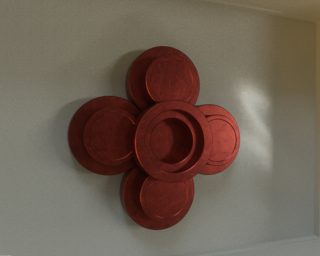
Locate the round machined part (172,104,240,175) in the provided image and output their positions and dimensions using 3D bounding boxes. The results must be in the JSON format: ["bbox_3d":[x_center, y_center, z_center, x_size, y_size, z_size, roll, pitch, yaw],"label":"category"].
[{"bbox_3d":[0.069,0.016,0.424,0.099,0.042,0.097,0,90,-20],"label":"round machined part"}]

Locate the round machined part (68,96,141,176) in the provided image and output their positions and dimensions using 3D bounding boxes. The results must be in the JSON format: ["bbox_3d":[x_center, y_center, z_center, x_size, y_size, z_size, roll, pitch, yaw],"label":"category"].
[{"bbox_3d":[-0.060,0.009,0.377,0.099,0.042,0.097,0,90,-20],"label":"round machined part"}]

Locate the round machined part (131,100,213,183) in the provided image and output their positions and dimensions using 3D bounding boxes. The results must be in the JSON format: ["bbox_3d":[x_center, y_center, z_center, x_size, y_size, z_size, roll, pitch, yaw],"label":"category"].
[{"bbox_3d":[0.011,0.016,0.381,0.099,0.042,0.097,0,90,-20],"label":"round machined part"}]

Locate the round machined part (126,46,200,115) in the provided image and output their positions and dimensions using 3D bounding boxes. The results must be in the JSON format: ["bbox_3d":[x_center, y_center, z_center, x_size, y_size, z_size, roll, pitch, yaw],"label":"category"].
[{"bbox_3d":[0.008,-0.058,0.401,0.099,0.042,0.097,0,90,-20],"label":"round machined part"}]

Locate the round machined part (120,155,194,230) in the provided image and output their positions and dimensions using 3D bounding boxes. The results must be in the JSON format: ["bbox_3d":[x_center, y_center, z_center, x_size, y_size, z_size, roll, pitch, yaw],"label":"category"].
[{"bbox_3d":[0.001,0.083,0.400,0.099,0.042,0.097,1,88,-21],"label":"round machined part"}]
